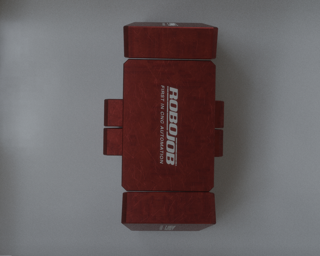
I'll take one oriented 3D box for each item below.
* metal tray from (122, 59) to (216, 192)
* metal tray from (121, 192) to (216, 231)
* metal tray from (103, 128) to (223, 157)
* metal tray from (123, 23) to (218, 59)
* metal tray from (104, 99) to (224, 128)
[{"bbox_3d":[0.008,-0.002,0.317,0.091,0.030,0.129,1,90,-1],"label":"metal tray"},{"bbox_3d":[0.008,0.099,0.356,0.091,0.130,0.030,0,69,-1],"label":"metal tray"},{"bbox_3d":[0.004,0.015,0.378,0.131,0.090,0.030,1,90,0],"label":"metal tray"},{"bbox_3d":[0.010,-0.104,0.357,0.091,0.130,0.030,1,111,0],"label":"metal tray"},{"bbox_3d":[0.005,-0.016,0.378,0.131,0.090,0.030,1,90,0],"label":"metal tray"}]
